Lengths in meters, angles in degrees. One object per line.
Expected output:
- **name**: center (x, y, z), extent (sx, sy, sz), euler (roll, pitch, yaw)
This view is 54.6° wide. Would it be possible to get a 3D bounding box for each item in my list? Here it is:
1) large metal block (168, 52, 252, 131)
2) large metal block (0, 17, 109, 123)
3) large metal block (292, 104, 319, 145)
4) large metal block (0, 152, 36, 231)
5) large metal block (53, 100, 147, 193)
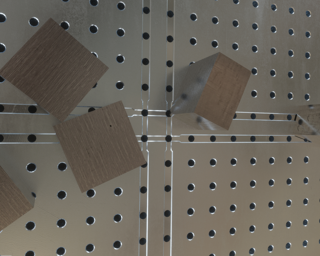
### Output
- **large metal block**: center (0.062, -0.044, 0.406), extent (0.050, 0.080, 0.080), euler (26, 81, -18)
- **large metal block**: center (-0.119, -0.062, 0.355), extent (0.080, 0.050, 0.080), euler (41, 77, -16)
- **large metal block**: center (0.272, -0.001, 0.483), extent (0.080, 0.080, 0.050), euler (19, 84, -19)
- **large metal block**: center (-0.193, 0.073, 0.328), extent (0.080, 0.050, 0.080), euler (-36, 102, -16)
- **large metal block**: center (-0.074, 0.020, 0.372), extent (0.081, 0.050, 0.080), euler (-23, 98, -19)
